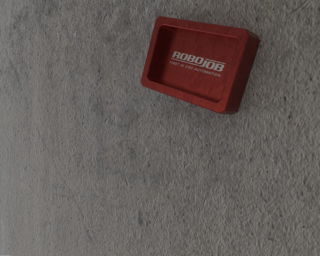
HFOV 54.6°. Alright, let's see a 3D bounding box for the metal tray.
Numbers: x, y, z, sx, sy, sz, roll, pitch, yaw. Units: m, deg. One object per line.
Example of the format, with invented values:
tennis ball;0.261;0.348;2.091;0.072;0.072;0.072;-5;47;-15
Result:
metal tray;0.041;-0.077;0.368;0.130;0.030;0.089;24;105;37
